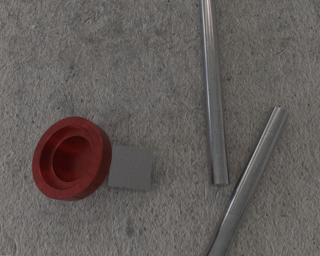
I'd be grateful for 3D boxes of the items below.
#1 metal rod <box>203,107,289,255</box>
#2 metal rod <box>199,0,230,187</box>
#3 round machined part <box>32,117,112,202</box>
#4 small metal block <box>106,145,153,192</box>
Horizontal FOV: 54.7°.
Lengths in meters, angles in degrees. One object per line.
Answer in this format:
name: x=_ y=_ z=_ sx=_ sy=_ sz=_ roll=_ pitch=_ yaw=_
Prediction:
metal rod: x=0.089 y=0.102 z=0.371 sx=0.025 sy=0.025 sz=0.300 roll=27 pitch=72 yaw=9
metal rod: x=0.073 y=-0.070 z=0.434 sx=0.025 sy=0.025 sz=0.299 roll=0 pitch=70 yaw=0
round machined part: x=-0.100 y=0.039 z=0.373 sx=0.098 sy=0.042 sz=0.098 roll=-8 pitch=69 yaw=21
small metal block: x=-0.037 y=0.051 z=0.384 sx=0.050 sy=0.025 sz=0.050 roll=9 pitch=70 yaw=-12
